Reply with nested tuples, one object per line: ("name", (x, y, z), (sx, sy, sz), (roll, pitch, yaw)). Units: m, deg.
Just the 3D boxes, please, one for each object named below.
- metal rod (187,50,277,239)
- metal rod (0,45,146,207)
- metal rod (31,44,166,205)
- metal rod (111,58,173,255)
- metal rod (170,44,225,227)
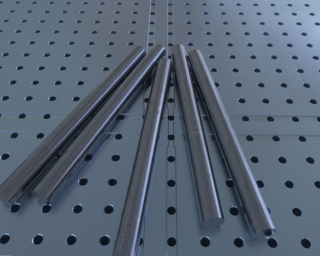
("metal rod", (0.082, -0.005, 0.412), (0.025, 0.025, 0.300), (-7, 50, -6))
("metal rod", (-0.103, -0.023, 0.426), (0.025, 0.025, 0.301), (22, 53, 17))
("metal rod", (-0.067, -0.026, 0.430), (0.025, 0.025, 0.301), (20, 53, 16))
("metal rod", (-0.014, 0.013, 0.397), (0.025, 0.025, 0.300), (6, 50, 5))
("metal rod", (0.043, -0.015, 0.421), (0.025, 0.025, 0.300), (-4, 50, -3))
